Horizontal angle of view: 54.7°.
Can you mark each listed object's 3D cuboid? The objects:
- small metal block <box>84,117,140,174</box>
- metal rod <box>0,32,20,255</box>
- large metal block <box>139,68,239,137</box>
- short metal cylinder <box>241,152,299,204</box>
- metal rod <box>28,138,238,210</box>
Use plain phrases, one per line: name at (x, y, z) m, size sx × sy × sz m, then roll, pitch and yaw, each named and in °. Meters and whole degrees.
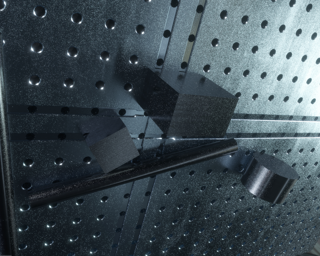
small metal block at (-0.060, 0.023, 0.392) m, size 0.050 × 0.025 × 0.050 m, roll -29°, pitch 128°, yaw -10°
metal rod at (-0.177, 0.046, 0.342) m, size 0.025 × 0.025 × 0.298 m, roll -5°, pitch 121°, yaw -26°
large metal block at (0.032, -0.031, 0.374) m, size 0.081 × 0.080 × 0.050 m, roll 1°, pitch 118°, yaw -29°
short metal cylinder at (0.186, 0.084, 0.529) m, size 0.081 × 0.080 × 0.050 m, roll 8°, pitch 114°, yaw -32°
metal rod at (-0.021, 0.057, 0.434) m, size 0.302 × 0.025 × 0.025 m, roll -12°, pitch 124°, yaw -22°
